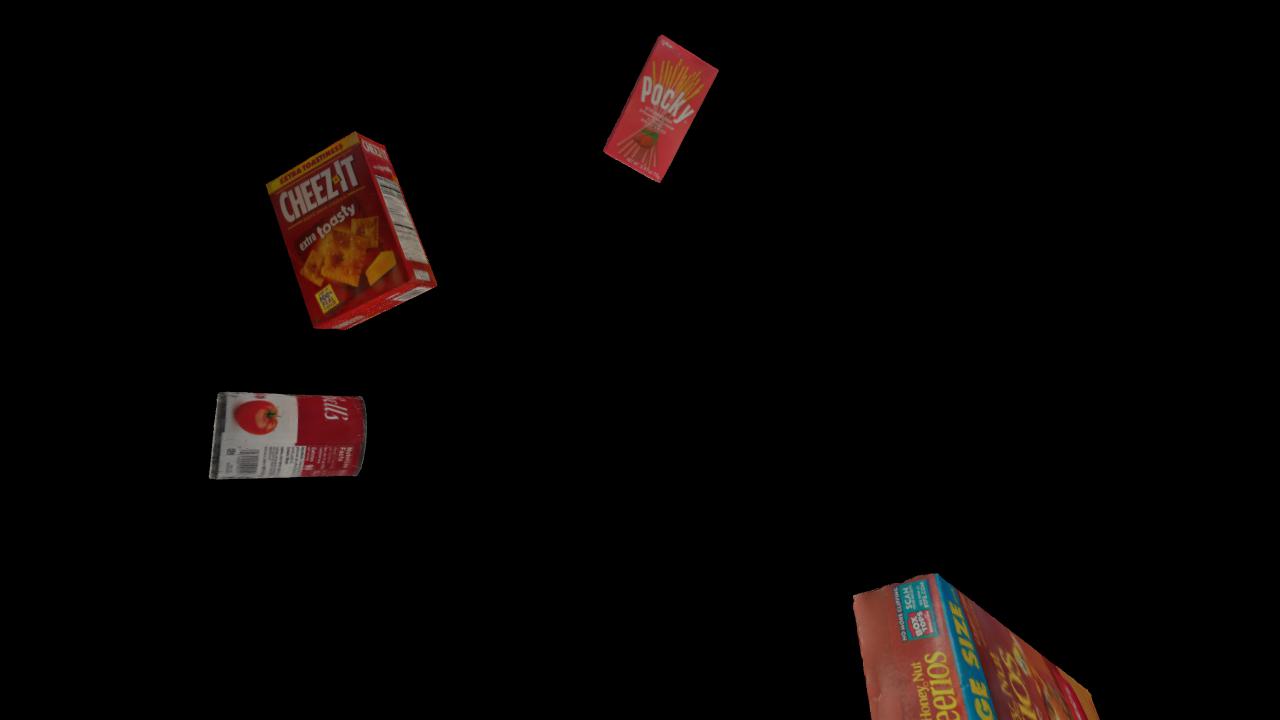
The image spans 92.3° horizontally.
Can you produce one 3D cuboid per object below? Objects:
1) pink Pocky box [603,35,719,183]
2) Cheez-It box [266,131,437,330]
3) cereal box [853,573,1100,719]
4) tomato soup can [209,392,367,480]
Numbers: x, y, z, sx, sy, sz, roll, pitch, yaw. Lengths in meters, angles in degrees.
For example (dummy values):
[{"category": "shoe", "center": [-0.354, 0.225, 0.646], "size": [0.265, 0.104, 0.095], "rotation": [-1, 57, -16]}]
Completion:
[{"category": "pink Pocky box", "center": [0.025, -0.313, 0.776], "size": [0.084, 0.155, 0.029], "rotation": [25, 17, -15]}, {"category": "Cheez-It box", "center": [-0.399, -0.173, 0.850], "size": [0.166, 0.223, 0.071], "rotation": [-22, -5, 13]}, {"category": "cereal box", "center": [0.280, 0.313, 0.452], "size": [0.081, 0.203, 0.306], "rotation": [-31, -55, 33]}, {"category": "tomato soup can", "center": [-0.277, 0.060, 0.487], "size": [0.101, 0.068, 0.068], "rotation": [5, -3, -34]}]
